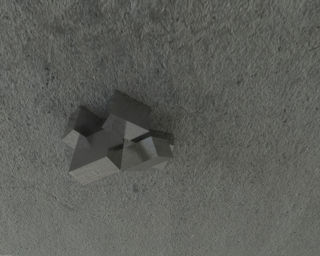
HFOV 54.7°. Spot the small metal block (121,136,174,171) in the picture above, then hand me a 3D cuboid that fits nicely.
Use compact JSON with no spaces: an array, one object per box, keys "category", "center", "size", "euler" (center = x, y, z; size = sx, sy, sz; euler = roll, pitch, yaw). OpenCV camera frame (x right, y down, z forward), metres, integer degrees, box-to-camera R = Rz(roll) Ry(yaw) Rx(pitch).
[{"category":"small metal block","center":[-0.018,0.034,0.388],"size":[0.050,0.025,0.050],"euler":[-25,164,19]}]

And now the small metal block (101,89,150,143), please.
[{"category":"small metal block","center":[-0.040,-0.014,0.380],"size":[0.050,0.050,0.025],"euler":[26,125,-21]}]

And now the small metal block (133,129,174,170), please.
[{"category":"small metal block","center":[-0.012,0.029,0.433],"size":[0.050,0.025,0.050],"euler":[12,129,-11]}]

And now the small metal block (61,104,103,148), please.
[{"category":"small metal block","center":[-0.092,0.006,0.396],"size":[0.025,0.050,0.050],"euler":[-37,121,27]}]

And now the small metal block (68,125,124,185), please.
[{"category":"small metal block","center":[-0.071,0.031,0.352],"size":[0.050,0.050,0.025],"euler":[-23,127,18]}]
